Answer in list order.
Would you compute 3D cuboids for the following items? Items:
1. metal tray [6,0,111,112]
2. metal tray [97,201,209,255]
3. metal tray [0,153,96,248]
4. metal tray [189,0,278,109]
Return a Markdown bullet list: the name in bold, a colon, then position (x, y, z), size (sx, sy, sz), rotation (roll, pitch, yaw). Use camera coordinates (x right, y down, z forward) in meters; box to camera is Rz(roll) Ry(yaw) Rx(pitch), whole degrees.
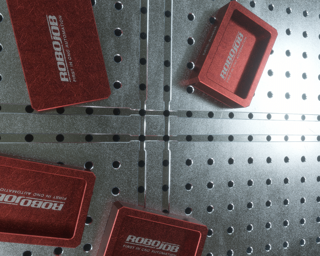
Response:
- **metal tray**: position (-0.117, -0.090, 0.367), size (0.091, 0.030, 0.129), rotation (-13, 95, -20)
- **metal tray**: position (-0.009, 0.157, 0.407), size (0.131, 0.030, 0.090), rotation (19, 84, -20)
- **metal tray**: position (-0.149, 0.082, 0.355), size (0.131, 0.030, 0.090), rotation (14, 85, -20)
- **metal tray**: position (0.109, -0.104, 0.451), size (0.090, 0.030, 0.130), rotation (26, 81, -19)
